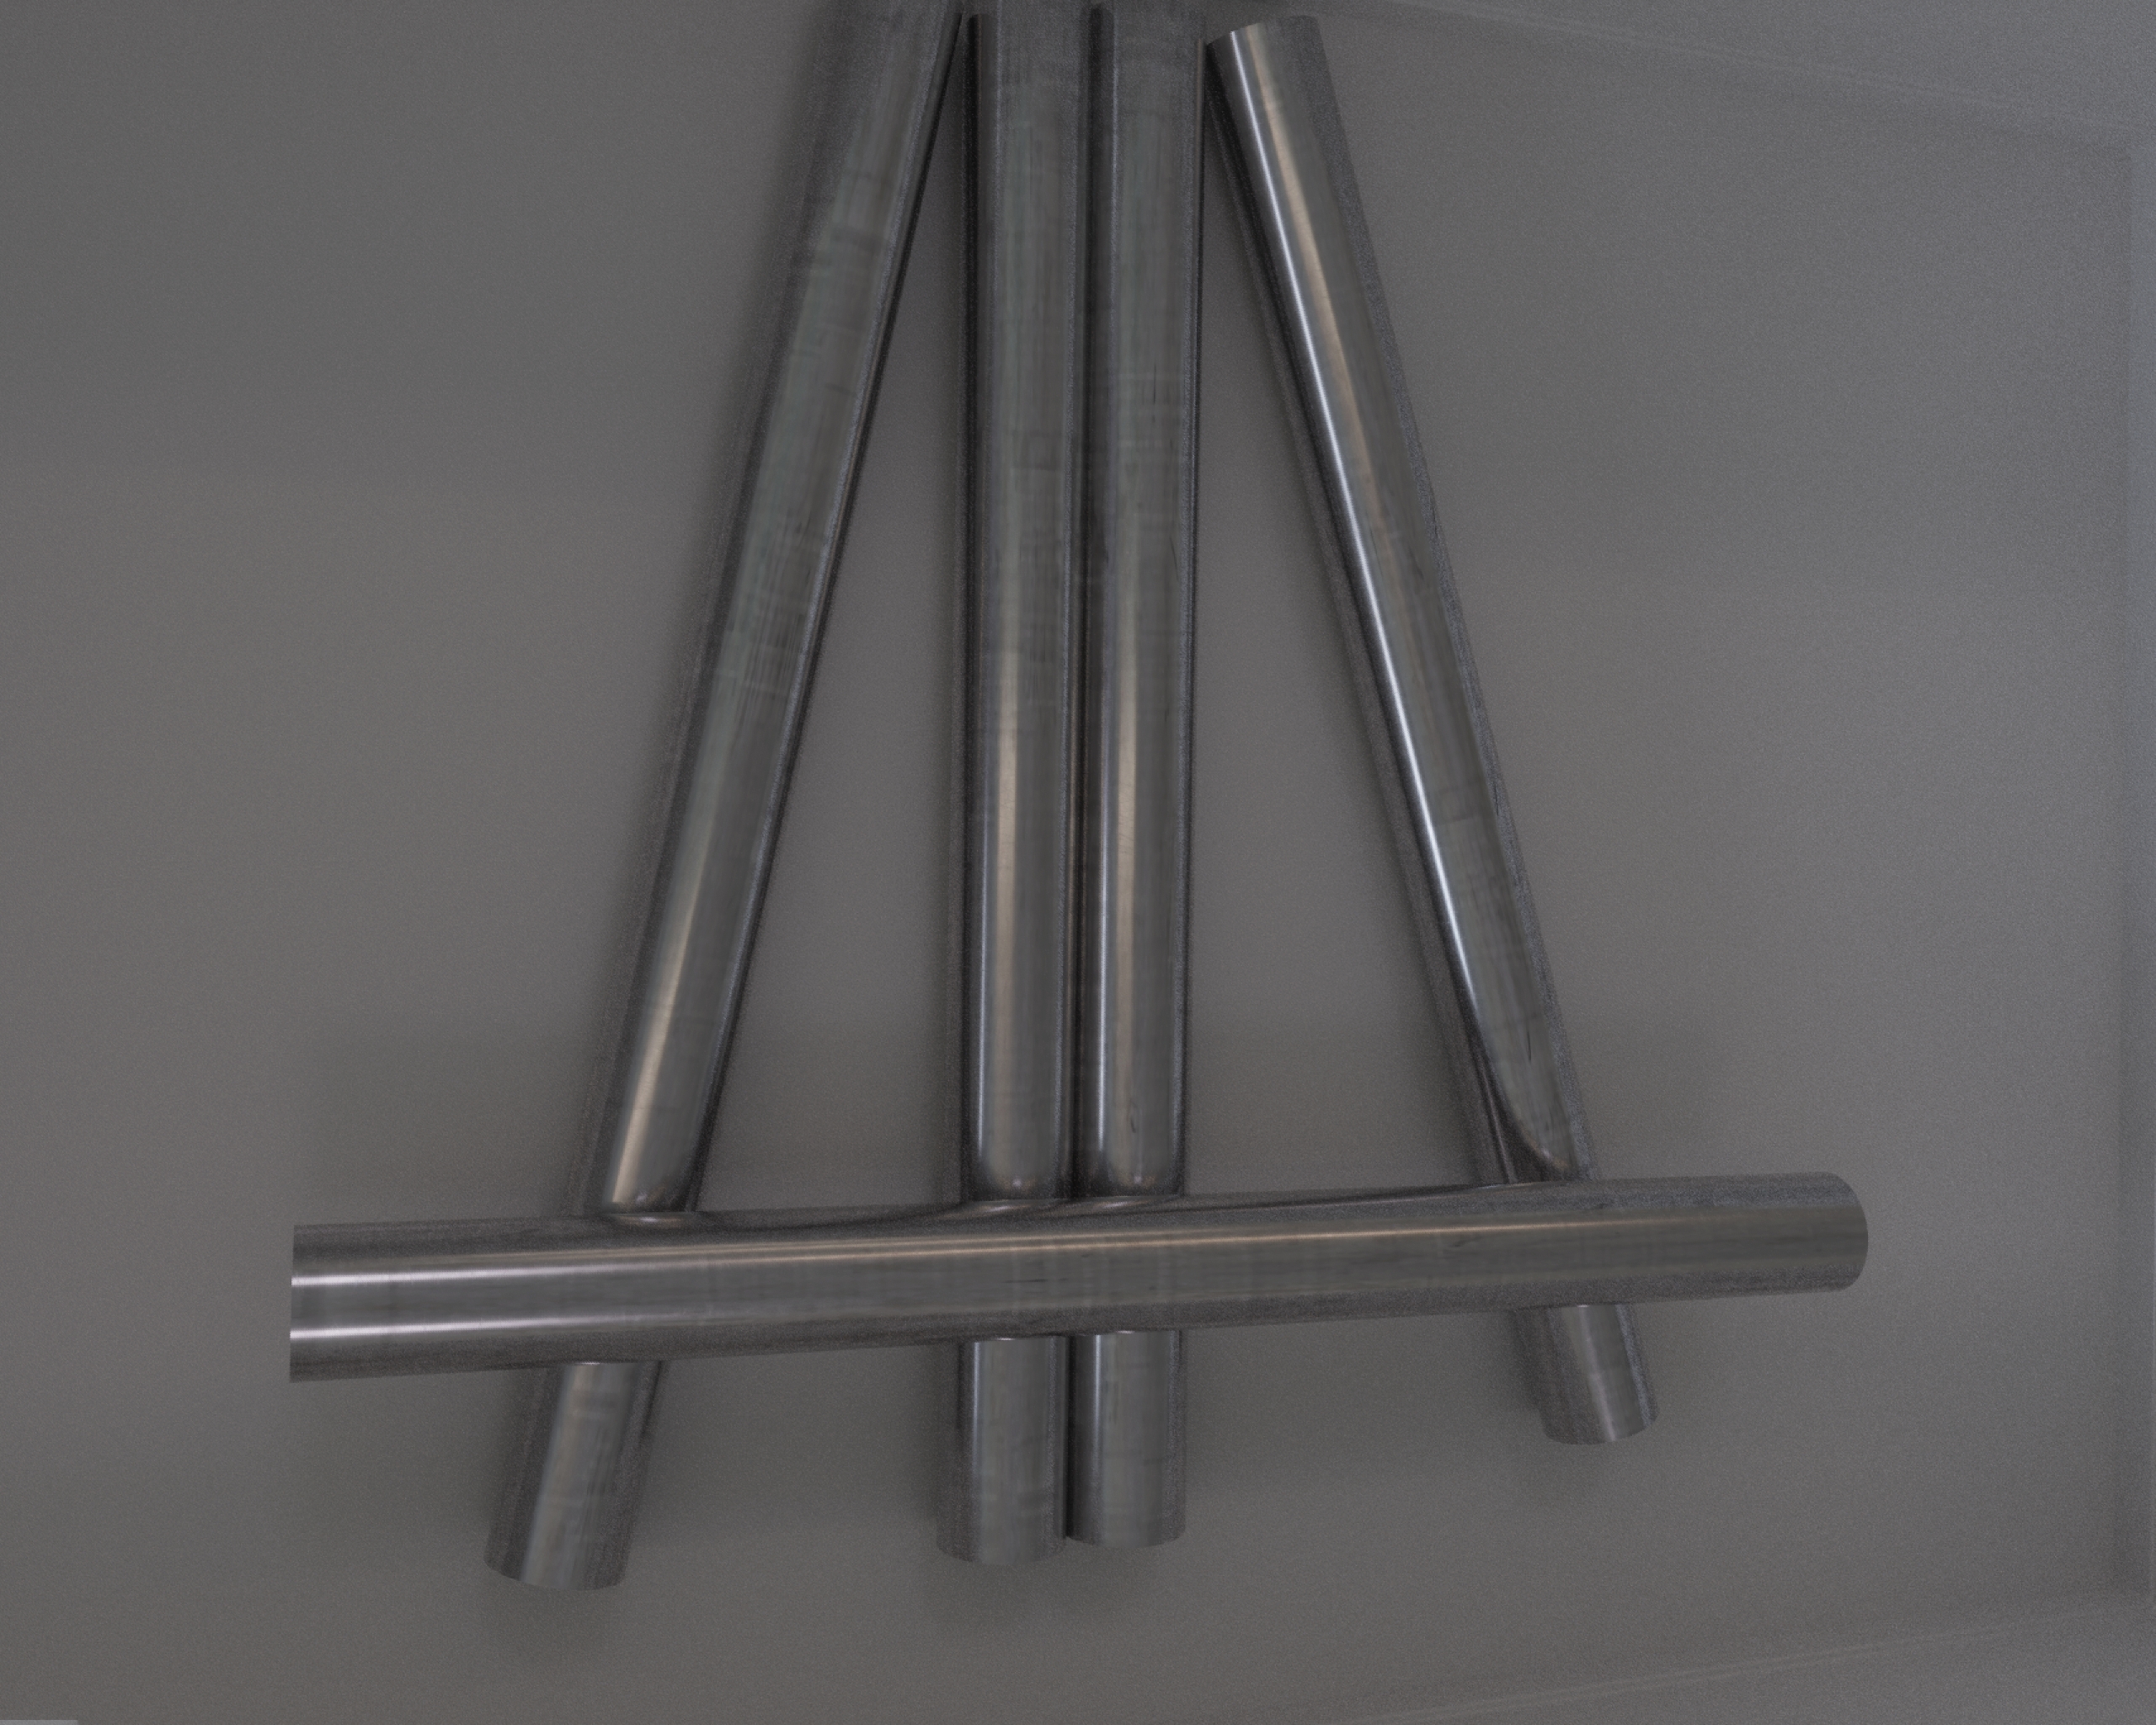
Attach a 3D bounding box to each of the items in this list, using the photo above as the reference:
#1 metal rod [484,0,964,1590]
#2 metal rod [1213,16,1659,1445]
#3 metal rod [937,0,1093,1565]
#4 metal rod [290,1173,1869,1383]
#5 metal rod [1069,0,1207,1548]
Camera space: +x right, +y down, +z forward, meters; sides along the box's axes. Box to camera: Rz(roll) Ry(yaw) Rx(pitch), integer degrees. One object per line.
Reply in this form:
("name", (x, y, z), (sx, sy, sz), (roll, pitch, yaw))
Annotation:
("metal rod", (-0.064, -0.019, 0.386), (0.025, 0.025, 0.298), (13, 86, -20))
("metal rod", (0.075, -0.023, 0.437), (0.025, 0.025, 0.298), (-17, 96, -19))
("metal rod", (-0.012, -0.017, 0.405), (0.025, 0.025, 0.298), (1, 90, -20))
("metal rod", (0.016, 0.074, 0.387), (0.302, 0.025, 0.025), (1, 90, -20))
("metal rod", (0.011, -0.018, 0.413), (0.025, 0.025, 0.298), (1, 90, -20))
